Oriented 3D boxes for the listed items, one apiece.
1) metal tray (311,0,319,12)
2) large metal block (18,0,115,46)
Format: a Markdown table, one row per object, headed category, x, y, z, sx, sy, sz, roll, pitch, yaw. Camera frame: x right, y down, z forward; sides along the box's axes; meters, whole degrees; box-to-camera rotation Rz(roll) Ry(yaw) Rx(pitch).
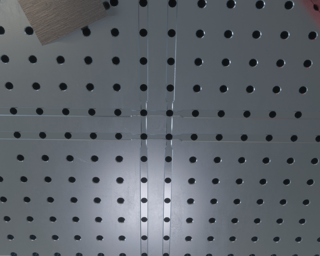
| category | x | y | z | sx | sy | sz | roll | pitch | yaw |
| --- | --- | --- | --- | --- | --- | --- | --- | --- | --- |
| metal tray | 0.245 | -0.174 | 0.349 | 0.130 | 0.030 | 0.090 | -42 | 105 | 14 |
| large metal block | -0.108 | -0.148 | 0.345 | 0.080 | 0.050 | 0.080 | -22 | 109 | 7 |
